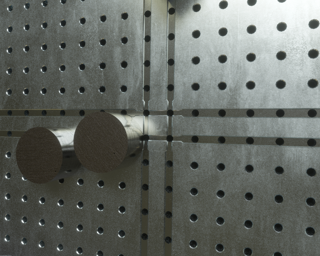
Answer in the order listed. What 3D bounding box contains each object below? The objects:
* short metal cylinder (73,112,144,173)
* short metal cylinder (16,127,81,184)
[{"bbox_3d":[-0.069,0.018,0.424,0.080,0.050,0.079,0,90,20],"label":"short metal cylinder"},{"bbox_3d":[-0.161,0.038,0.456,0.080,0.050,0.079,0,90,20],"label":"short metal cylinder"}]
